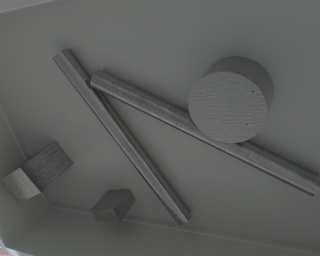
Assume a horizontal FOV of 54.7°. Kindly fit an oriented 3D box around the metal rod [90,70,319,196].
[{"bbox_3d":[0.047,0.001,0.383,0.301,0.025,0.025,27,128,11],"label":"metal rod"}]

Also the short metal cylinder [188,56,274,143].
[{"bbox_3d":[0.077,-0.031,0.332,0.080,0.050,0.079,13,124,20],"label":"short metal cylinder"}]

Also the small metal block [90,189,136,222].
[{"bbox_3d":[-0.076,0.127,0.509,0.050,0.050,0.025,-12,112,33],"label":"small metal block"}]

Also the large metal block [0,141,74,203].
[{"bbox_3d":[-0.209,0.075,0.527,0.080,0.080,0.050,-26,105,36],"label":"large metal block"}]

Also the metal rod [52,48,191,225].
[{"bbox_3d":[-0.048,0.020,0.444,0.025,0.025,0.299,-27,104,37],"label":"metal rod"}]
